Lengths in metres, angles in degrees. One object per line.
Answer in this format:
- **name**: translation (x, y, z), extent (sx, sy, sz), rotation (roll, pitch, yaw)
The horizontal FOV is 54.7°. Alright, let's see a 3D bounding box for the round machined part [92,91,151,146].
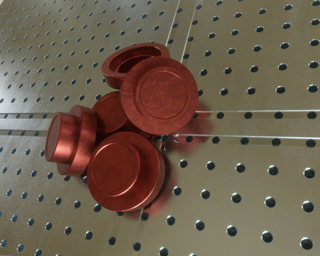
- **round machined part**: translation (-0.059, -0.013, 0.433), extent (0.098, 0.042, 0.098), rotation (-13, 56, 20)

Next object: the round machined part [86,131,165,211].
- **round machined part**: translation (-0.047, 0.050, 0.374), extent (0.098, 0.042, 0.098), rotation (-6, 71, 20)

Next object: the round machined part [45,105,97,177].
- **round machined part**: translation (-0.125, 0.015, 0.421), extent (0.098, 0.042, 0.098), rotation (-29, 54, 50)

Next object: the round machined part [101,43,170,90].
- **round machined part**: translation (-0.031, -0.082, 0.447), extent (0.098, 0.042, 0.098), rotation (-10, 38, 8)

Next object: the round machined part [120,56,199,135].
- **round machined part**: translation (0.001, -0.040, 0.382), extent (0.098, 0.098, 0.042), rotation (-47, 10, -5)
